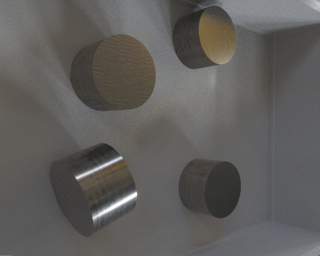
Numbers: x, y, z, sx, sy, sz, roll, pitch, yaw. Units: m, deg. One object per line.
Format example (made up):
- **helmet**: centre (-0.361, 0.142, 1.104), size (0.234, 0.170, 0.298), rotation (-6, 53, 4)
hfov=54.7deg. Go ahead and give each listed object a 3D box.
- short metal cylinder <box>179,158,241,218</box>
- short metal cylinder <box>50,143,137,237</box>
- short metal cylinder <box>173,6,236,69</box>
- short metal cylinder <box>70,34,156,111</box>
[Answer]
- **short metal cylinder**: centre (0.074, 0.087, 0.455), size (0.081, 0.050, 0.079), rotation (0, 90, -40)
- **short metal cylinder**: centre (-0.069, 0.061, 0.315), size (0.050, 0.080, 0.079), rotation (-23, 105, -38)
- **short metal cylinder**: centre (0.065, -0.128, 0.447), size (0.081, 0.050, 0.079), rotation (0, 90, -40)
- **short metal cylinder**: centre (-0.052, -0.060, 0.348), size (0.081, 0.050, 0.079), rotation (0, 90, -40)
